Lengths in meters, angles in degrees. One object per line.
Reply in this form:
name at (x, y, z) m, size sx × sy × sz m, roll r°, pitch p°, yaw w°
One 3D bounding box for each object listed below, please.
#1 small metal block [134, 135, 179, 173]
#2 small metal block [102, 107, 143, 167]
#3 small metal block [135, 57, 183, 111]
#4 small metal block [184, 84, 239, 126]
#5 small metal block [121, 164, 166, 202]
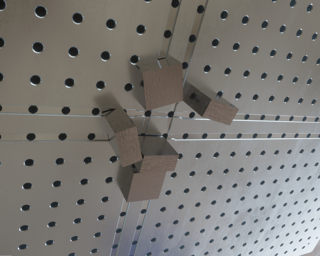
small metal block at (-0.011, 0.033, 0.409) m, size 0.050 × 0.050 × 0.025 m, roll 2°, pitch 118°, yaw -29°
small metal block at (-0.046, 0.010, 0.376) m, size 0.025 × 0.050 × 0.050 m, roll -20°, pitch 126°, yaw -17°
small metal block at (0.000, -0.054, 0.377) m, size 0.050 × 0.025 × 0.050 m, roll -17°, pitch 125°, yaw -19°
small metal block at (0.067, -0.031, 0.412) m, size 0.050 × 0.050 × 0.025 m, roll 14°, pitch 111°, yaw -34°
small metal block at (-0.024, 0.077, 0.445) m, size 0.050 × 0.025 × 0.050 m, roll 0°, pitch 118°, yaw -29°
